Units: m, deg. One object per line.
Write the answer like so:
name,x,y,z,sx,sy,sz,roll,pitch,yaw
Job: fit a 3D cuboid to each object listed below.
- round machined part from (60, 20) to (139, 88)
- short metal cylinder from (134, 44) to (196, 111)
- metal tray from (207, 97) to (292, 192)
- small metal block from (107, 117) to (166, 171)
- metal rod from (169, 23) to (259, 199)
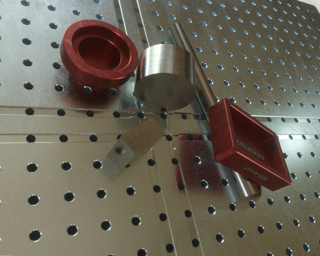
round machined part,-0.082,-0.092,0.411,0.099,0.042,0.098,14,56,-21
short metal cylinder,0.007,-0.066,0.419,0.081,0.080,0.050,16,56,-20
metal tray,0.124,0.024,0.428,0.131,0.030,0.090,29,42,-32
small metal block,-0.028,0.019,0.366,0.050,0.050,0.025,-34,81,-38
metal rod,0.074,-0.039,0.474,0.025,0.025,0.299,-6,65,-31
